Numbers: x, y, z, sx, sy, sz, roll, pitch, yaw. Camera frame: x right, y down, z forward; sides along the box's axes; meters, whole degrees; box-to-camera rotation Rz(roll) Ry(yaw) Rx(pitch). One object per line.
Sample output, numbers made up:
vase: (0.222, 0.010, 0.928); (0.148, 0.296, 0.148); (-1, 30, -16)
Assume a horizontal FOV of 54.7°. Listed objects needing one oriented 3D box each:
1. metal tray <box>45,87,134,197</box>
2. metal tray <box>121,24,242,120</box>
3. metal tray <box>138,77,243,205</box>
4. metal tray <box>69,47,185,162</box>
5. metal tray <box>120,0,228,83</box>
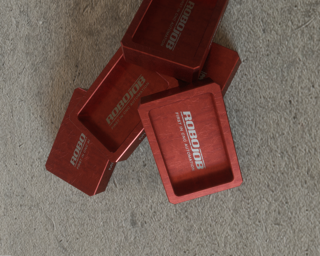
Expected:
metal tray: (-0.100, 0.019, 0.441); (0.090, 0.030, 0.129); (26, 98, 17)
metal tray: (0.025, -0.076, 0.398); (0.130, 0.030, 0.090); (28, 99, 17)
metal tray: (0.036, 0.017, 0.358); (0.090, 0.030, 0.129); (-17, 109, 2)
metal tray: (-0.043, -0.032, 0.390); (0.090, 0.030, 0.130); (43, 103, 14)
metal tray: (0.021, -0.125, 0.363); (0.090, 0.030, 0.130); (20, 69, 8)
